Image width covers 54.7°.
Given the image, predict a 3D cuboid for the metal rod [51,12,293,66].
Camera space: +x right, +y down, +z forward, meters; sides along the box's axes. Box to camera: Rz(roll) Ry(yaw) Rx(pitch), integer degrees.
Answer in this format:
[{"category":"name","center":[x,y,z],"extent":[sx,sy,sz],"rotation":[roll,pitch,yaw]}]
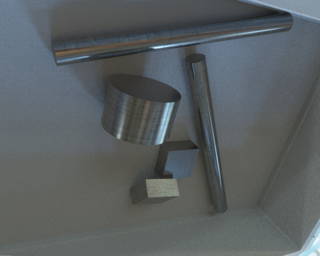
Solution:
[{"category":"metal rod","center":[0.032,-0.108,0.360],"extent":[0.302,0.025,0.025],"rotation":[-14,125,-21]}]

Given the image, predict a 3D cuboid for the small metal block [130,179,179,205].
[{"category":"small metal block","center":[-0.008,0.092,0.447],"extent":[0.050,0.025,0.050],"rotation":[5,154,-31]}]

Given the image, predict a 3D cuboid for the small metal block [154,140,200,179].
[{"category":"small metal block","center":[0.024,0.047,0.453],"extent":[0.050,0.025,0.050],"rotation":[-2,120,-28]}]

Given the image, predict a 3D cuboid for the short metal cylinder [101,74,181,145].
[{"category":"short metal cylinder","center":[-0.022,-0.023,0.349],"extent":[0.081,0.080,0.050],"rotation":[1,118,-30]}]

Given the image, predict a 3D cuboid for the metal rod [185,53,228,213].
[{"category":"metal rod","center":[0.076,0.029,0.470],"extent":[0.025,0.025,0.298],"rotation":[-26,128,-13]}]
